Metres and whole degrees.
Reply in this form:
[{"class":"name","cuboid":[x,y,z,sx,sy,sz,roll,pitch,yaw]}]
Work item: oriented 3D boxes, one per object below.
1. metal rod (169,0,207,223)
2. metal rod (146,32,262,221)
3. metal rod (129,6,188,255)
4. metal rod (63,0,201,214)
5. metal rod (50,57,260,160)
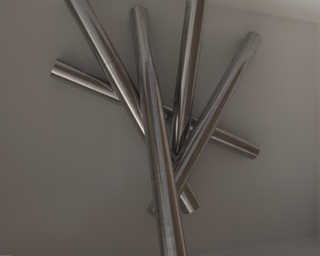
[{"class":"metal rod","cuboid":[0.029,-0.024,0.390,0.025,0.025,0.298,3,100,-20]},{"class":"metal rod","cuboid":[0.068,-0.020,0.395,0.025,0.025,0.301,41,62,-16]},{"class":"metal rod","cuboid":[-0.007,-0.013,0.345,0.025,0.025,0.299,0,66,-20]},{"class":"metal rod","cuboid":[-0.033,-0.032,0.369,0.025,0.025,0.299,-31,95,-17]},{"class":"metal rod","cuboid":[0.008,-0.018,0.413,0.302,0.025,0.025,22,83,-19]}]
